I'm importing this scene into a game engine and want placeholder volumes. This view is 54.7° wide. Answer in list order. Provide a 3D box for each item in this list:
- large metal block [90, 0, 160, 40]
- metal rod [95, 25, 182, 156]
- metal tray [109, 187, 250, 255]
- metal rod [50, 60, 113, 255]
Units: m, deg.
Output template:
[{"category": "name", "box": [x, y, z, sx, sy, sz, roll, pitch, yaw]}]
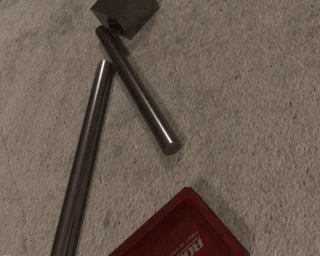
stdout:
[{"category": "large metal block", "box": [-0.062, -0.213, 0.549, 0.080, 0.050, 0.080, 33, 80, 38]}, {"category": "metal rod", "box": [-0.045, -0.075, 0.472, 0.025, 0.025, 0.300, -35, 51, 5]}, {"category": "metal tray", "box": [0.011, 0.135, 0.310, 0.130, 0.030, 0.090, -42, 51, -1]}, {"category": "metal rod", "box": [-0.105, 0.027, 0.440, 0.025, 0.025, 0.299, -8, 58, 24]}]
